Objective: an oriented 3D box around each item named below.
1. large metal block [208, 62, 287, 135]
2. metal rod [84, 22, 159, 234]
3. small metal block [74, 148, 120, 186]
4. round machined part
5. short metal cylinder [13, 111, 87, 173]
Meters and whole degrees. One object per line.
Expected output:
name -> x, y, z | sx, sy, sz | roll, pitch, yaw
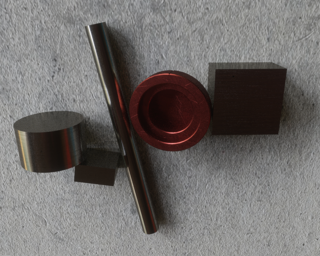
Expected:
large metal block -> 0.103, -0.038, 0.384 | 0.081, 0.050, 0.079 | -1, 110, -1
metal rod -> -0.045, 0.015, 0.414 | 0.025, 0.025, 0.298 | -12, 110, 4
small metal block -> -0.083, 0.051, 0.414 | 0.050, 0.050, 0.025 | 8, 110, -3
round machined part -> 0.015, -0.024, 0.384 | 0.098, 0.042, 0.097 | 6, 113, 13
short metal cylinder -> -0.133, 0.014, 0.384 | 0.081, 0.080, 0.050 | -1, 110, 0
